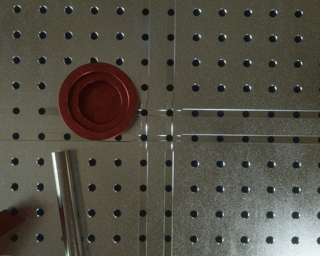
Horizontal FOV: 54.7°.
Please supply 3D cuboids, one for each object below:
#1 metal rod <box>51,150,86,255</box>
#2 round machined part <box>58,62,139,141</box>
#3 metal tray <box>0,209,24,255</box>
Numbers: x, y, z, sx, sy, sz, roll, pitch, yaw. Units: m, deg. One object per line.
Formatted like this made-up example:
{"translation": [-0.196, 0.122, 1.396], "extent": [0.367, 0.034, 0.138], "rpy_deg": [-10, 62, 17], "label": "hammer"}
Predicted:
{"translation": [-0.111, 0.179, 0.412], "extent": [0.025, 0.025, 0.298], "rpy_deg": [-8, 90, 0], "label": "metal rod"}
{"translation": [-0.077, -0.033, 0.404], "extent": [0.099, 0.042, 0.097], "rpy_deg": [0, 90, 0], "label": "round machined part"}
{"translation": [-0.231, 0.172, 0.379], "extent": [0.030, 0.090, 0.130], "rpy_deg": [32, 90, 0], "label": "metal tray"}
